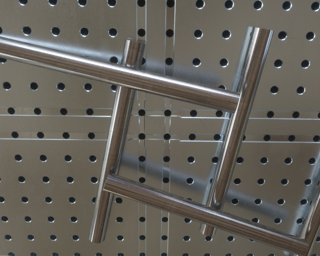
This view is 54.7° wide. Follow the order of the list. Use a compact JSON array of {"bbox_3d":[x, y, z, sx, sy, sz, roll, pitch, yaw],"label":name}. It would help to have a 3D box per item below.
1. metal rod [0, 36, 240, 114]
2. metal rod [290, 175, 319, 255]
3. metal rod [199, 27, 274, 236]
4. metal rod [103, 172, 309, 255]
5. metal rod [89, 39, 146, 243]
[{"bbox_3d":[-0.058,-0.064,0.364,0.302,0.025,0.025,14,110,4],"label":"metal rod"},{"bbox_3d":[0.241,0.080,0.446,0.025,0.025,0.298,8,110,-3],"label":"metal rod"},{"bbox_3d":[0.098,0.019,0.421,0.025,0.025,0.298,9,110,-4],"label":"metal rod"},{"bbox_3d":[0.068,0.123,0.431,0.302,0.025,0.025,20,109,-8],"label":"metal rod"},{"bbox_3d":[-0.063,0.031,0.424,0.025,0.025,0.298,12,110,-5],"label":"metal rod"}]
